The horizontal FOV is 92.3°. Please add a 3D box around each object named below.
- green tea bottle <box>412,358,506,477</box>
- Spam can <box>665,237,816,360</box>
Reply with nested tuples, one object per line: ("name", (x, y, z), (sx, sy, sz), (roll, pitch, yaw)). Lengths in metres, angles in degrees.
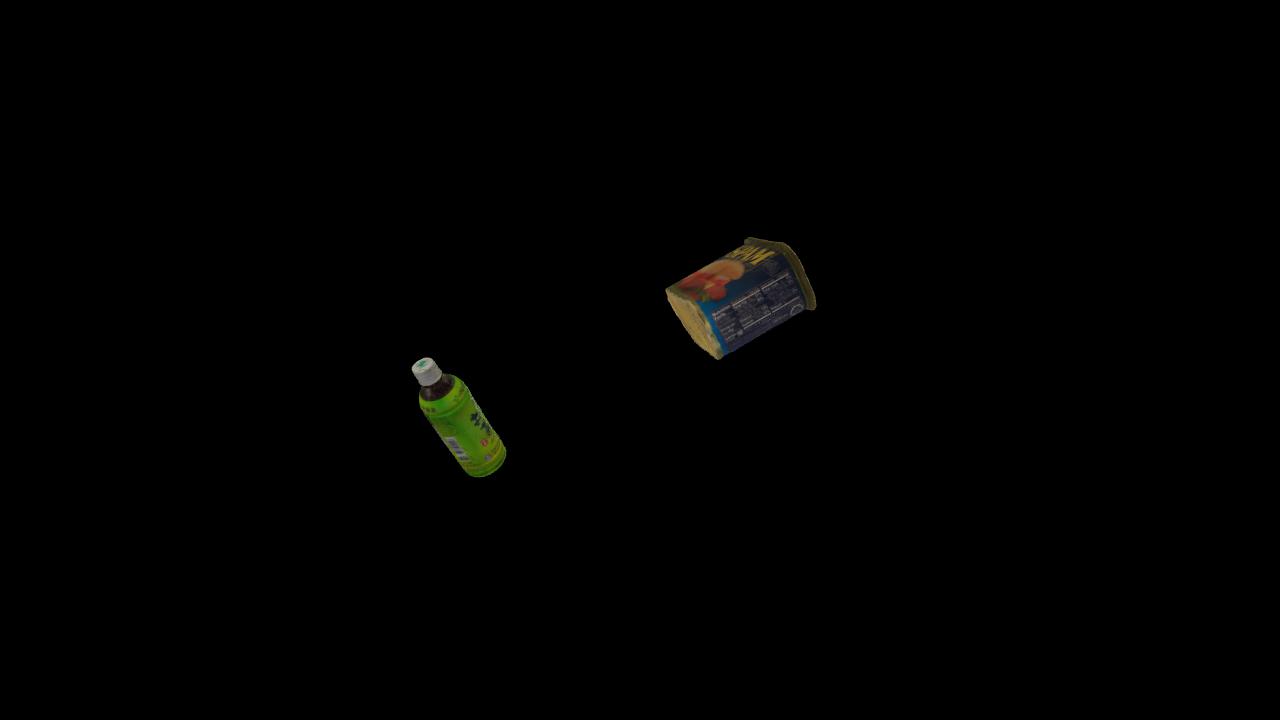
("green tea bottle", (-0.261, 0.082, 0.876), (0.073, 0.073, 0.212), (0, -43, 19))
("Spam can", (0.075, -0.050, 0.487), (0.085, 0.058, 0.101), (-30, 18, -2))
